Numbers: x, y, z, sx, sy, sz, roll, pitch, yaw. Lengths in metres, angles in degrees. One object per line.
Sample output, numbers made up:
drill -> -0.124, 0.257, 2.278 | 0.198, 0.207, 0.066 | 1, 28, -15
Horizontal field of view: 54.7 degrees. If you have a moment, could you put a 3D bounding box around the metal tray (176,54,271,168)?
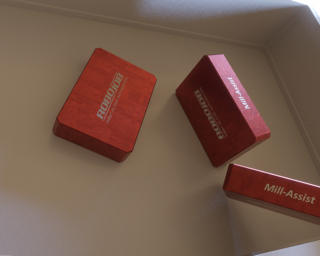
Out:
metal tray -> 0.079, -0.023, 0.419 | 0.030, 0.090, 0.130 | -14, 69, -34

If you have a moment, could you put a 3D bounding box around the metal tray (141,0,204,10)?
metal tray -> 0.014, -0.265, 0.574 | 0.131, 0.030, 0.090 | -18, 71, -35

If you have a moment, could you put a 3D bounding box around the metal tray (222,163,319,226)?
metal tray -> 0.142, 0.080, 0.353 | 0.130, 0.090, 0.030 | 14, 76, 19

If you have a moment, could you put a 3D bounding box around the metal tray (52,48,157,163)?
metal tray -> -0.063, -0.032, 0.388 | 0.090, 0.030, 0.130 | 26, 53, -13
